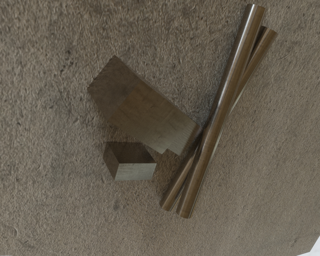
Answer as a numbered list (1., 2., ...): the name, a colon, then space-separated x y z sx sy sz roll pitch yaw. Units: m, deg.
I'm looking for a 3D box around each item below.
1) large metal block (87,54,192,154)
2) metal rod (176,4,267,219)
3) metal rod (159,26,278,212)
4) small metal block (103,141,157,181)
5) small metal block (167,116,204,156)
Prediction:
1. large metal block: -0.024 -0.027 0.343 0.050 0.080 0.080 -50 129 7
2. metal rod: 0.078 -0.011 0.420 0.025 0.025 0.298 8 107 -32
3. metal rod: 0.077 -0.002 0.449 0.025 0.025 0.298 16 110 -35
4. small metal block: -0.040 0.042 0.396 0.050 0.050 0.025 4 117 -31
5. small metal block: 0.023 0.004 0.423 0.050 0.025 0.050 -50 129 7
